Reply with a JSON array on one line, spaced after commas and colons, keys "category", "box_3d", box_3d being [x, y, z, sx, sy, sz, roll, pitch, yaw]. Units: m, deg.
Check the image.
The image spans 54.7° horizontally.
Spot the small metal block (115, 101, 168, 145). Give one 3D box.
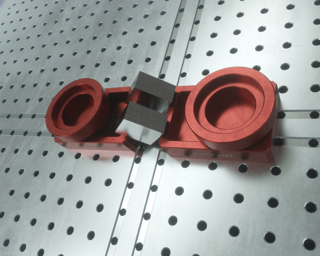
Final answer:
[{"category": "small metal block", "box_3d": [-0.024, -0.005, 0.389, 0.050, 0.050, 0.025, 136, 151, -62]}]

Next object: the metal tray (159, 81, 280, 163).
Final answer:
[{"category": "metal tray", "box_3d": [0.071, -0.009, 0.374, 0.130, 0.030, 0.090, 1, 62, 28]}]

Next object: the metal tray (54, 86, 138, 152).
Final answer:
[{"category": "metal tray", "box_3d": [-0.087, -0.013, 0.461, 0.130, 0.030, 0.090, 0, 63, 28]}]

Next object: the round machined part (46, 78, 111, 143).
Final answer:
[{"category": "round machined part", "box_3d": [-0.114, -0.022, 0.455, 0.098, 0.042, 0.098, -13, 56, 21]}]

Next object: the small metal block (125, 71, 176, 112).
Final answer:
[{"category": "small metal block", "box_3d": [-0.013, -0.044, 0.408, 0.050, 0.050, 0.025, 136, 151, -62]}]

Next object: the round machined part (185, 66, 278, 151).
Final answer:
[{"category": "round machined part", "box_3d": [0.081, -0.018, 0.350, 0.098, 0.042, 0.098, -13, 56, 21]}]
